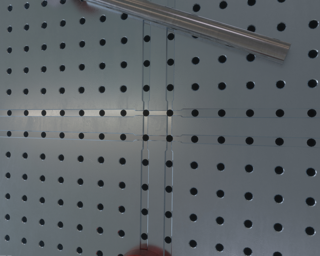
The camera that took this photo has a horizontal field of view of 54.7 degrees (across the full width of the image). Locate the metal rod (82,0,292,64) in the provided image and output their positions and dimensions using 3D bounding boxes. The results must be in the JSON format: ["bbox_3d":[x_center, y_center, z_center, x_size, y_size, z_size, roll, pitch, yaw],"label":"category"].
[{"bbox_3d":[0.017,-0.144,0.406,0.301,0.025,0.025,24,98,18],"label":"metal rod"}]

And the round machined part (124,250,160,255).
[{"bbox_3d":[-0.028,0.219,0.413,0.098,0.042,0.097,0,90,19],"label":"round machined part"}]
